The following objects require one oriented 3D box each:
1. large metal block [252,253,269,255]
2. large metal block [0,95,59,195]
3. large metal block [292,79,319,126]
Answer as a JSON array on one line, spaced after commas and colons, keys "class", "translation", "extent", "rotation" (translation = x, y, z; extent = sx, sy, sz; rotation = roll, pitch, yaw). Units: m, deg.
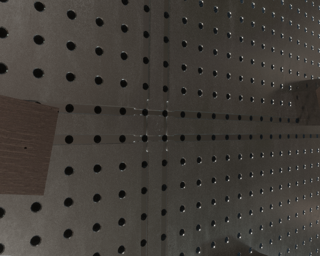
[{"class": "large metal block", "translation": [0.174, 0.276, 0.543], "extent": [0.081, 0.050, 0.080], "rotation": [3, 88, -40]}, {"class": "large metal block", "translation": [-0.144, 0.014, 0.273], "extent": [0.081, 0.050, 0.080], "rotation": [13, 82, -40]}, {"class": "large metal block", "translation": [0.342, -0.058, 0.684], "extent": [0.081, 0.050, 0.080], "rotation": [-32, 110, -36]}]
